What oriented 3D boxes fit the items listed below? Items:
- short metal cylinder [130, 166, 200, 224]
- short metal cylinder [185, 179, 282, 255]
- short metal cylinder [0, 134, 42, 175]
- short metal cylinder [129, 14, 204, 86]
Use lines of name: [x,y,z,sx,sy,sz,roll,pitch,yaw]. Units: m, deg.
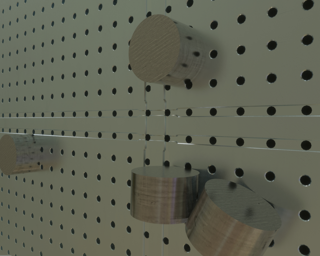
short metal cylinder: [0.006,0.076,0.367,0.080,0.081,0.050,3,92,39]
short metal cylinder: [0.072,0.095,0.313,0.080,0.081,0.050,35,111,34]
short metal cylinder: [-0.283,0.052,0.622,0.080,0.050,0.079,0,90,39]
short metal cylinder: [0.007,-0.094,0.385,0.080,0.050,0.079,0,90,39]
